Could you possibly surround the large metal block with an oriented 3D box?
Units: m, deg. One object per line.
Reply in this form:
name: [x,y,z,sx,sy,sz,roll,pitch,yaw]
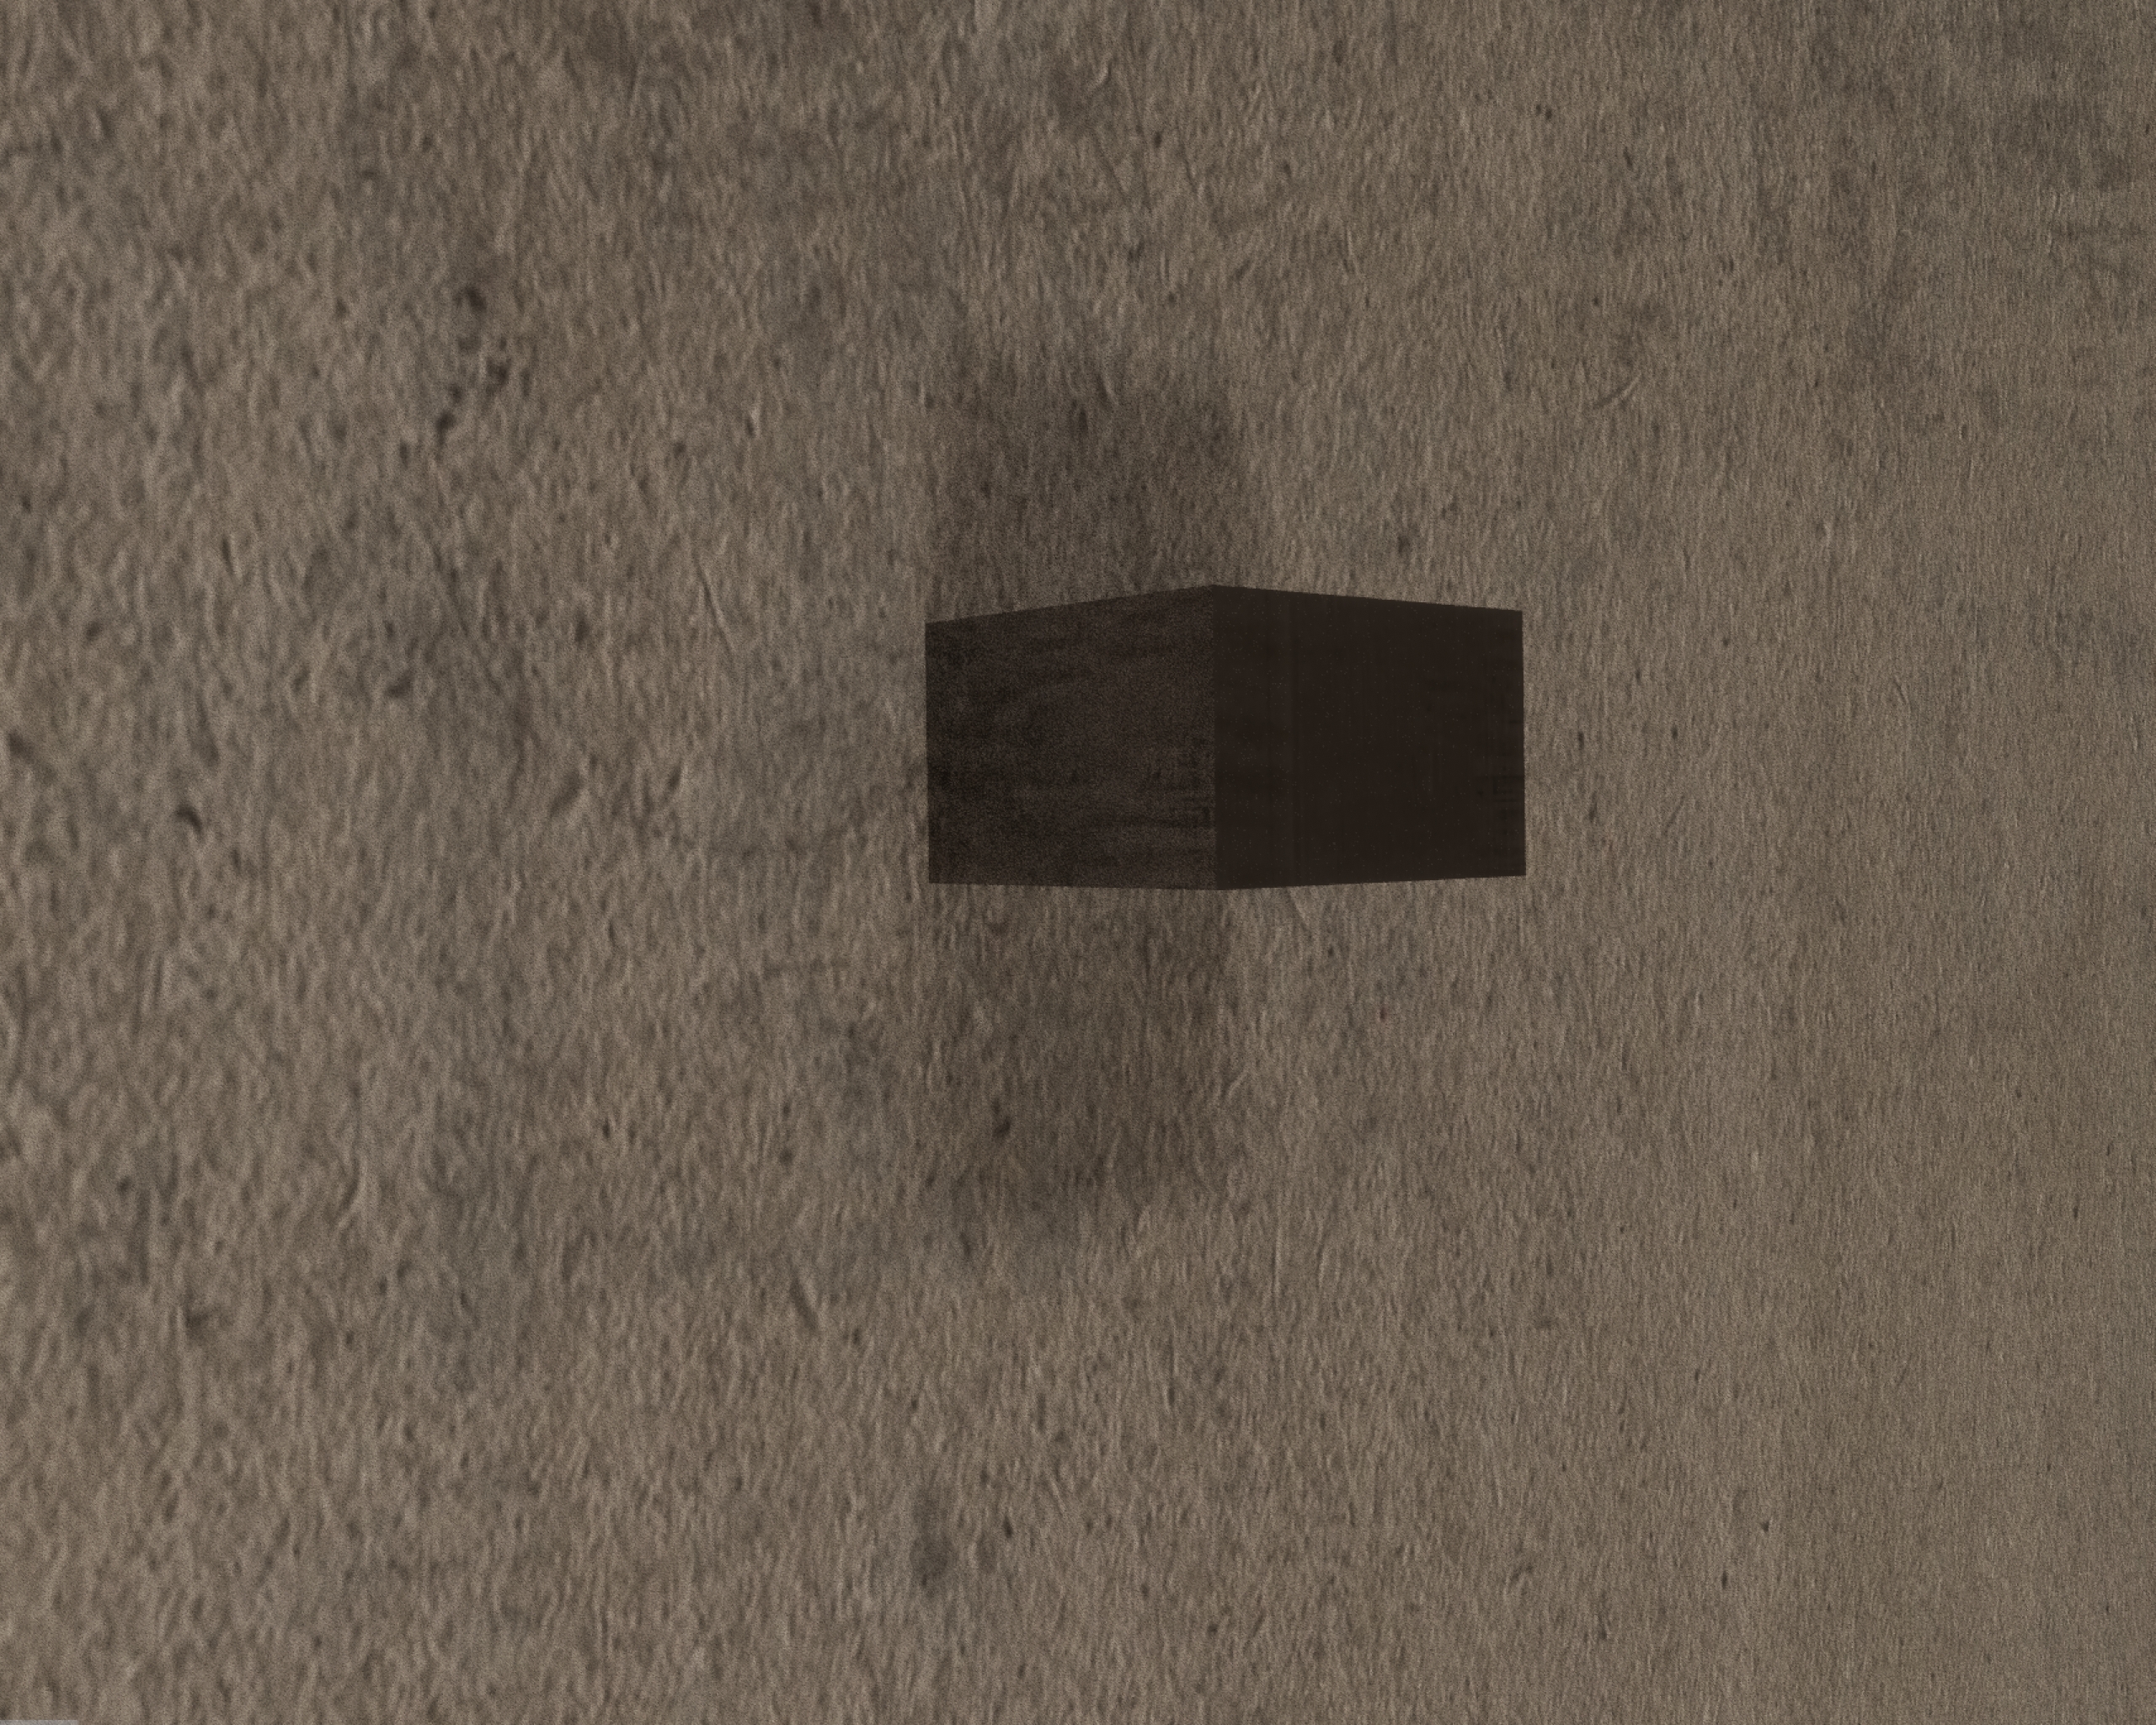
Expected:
large metal block: [0.027,-0.022,0.395,0.081,0.080,0.050,-2,92,-40]
